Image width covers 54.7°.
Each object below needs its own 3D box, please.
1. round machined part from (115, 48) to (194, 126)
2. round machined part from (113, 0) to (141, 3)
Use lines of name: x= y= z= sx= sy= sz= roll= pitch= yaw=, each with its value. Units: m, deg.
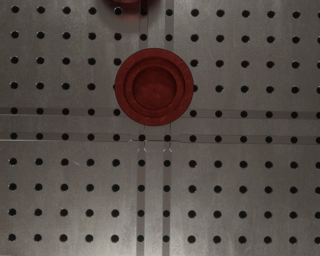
round machined part: x=-0.007 y=-0.051 z=0.405 sx=0.099 sy=0.042 sz=0.097 roll=0 pitch=90 yaw=-1
round machined part: x=-0.043 y=-0.212 z=0.404 sx=0.099 sy=0.042 sz=0.097 roll=0 pitch=90 yaw=-1
